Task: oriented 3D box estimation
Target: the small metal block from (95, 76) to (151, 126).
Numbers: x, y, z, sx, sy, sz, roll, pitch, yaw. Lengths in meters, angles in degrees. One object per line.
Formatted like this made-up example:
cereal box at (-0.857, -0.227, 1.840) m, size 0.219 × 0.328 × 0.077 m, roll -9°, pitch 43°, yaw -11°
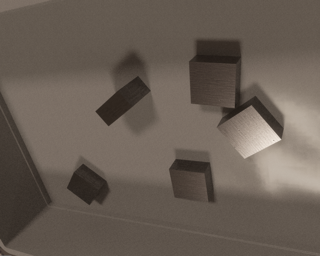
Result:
small metal block at (-0.047, -0.034, 0.394) m, size 0.050 × 0.050 × 0.025 m, roll -35°, pitch 99°, yaw 38°

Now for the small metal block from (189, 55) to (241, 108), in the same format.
small metal block at (0.061, -0.052, 0.343) m, size 0.050 × 0.025 × 0.050 m, roll 8°, pitch 122°, yaw 23°

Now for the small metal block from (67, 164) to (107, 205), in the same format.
small metal block at (-0.127, 0.098, 0.534) m, size 0.050 × 0.025 × 0.050 m, roll 36°, pitch 129°, yaw 4°

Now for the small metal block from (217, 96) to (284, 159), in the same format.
small metal block at (0.103, 0.000, 0.354) m, size 0.050 × 0.025 × 0.050 m, roll 48°, pitch 129°, yaw -6°

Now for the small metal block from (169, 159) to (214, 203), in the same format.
small metal block at (0.044, 0.073, 0.429) m, size 0.050 × 0.025 × 0.050 m, roll 3°, pitch 120°, yaw 26°
